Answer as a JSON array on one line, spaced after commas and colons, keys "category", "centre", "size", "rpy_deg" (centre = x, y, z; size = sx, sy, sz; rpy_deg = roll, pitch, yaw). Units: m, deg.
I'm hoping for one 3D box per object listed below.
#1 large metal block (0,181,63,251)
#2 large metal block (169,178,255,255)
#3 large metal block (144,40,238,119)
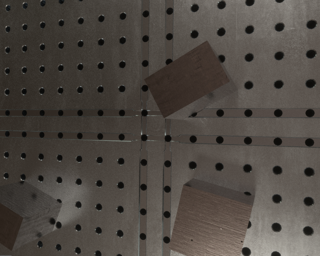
[{"category": "large metal block", "centre": [-0.208, 0.124, 0.455], "size": [0.080, 0.080, 0.050], "rpy_deg": [24, 98, 18]}, {"category": "large metal block", "centre": [0.064, 0.114, 0.376], "size": [0.080, 0.050, 0.079], "rpy_deg": [14, 95, 19]}, {"category": "large metal block", "centre": [0.040, -0.051, 0.369], "size": [0.080, 0.080, 0.050], "rpy_deg": [-29, 81, 17]}]
